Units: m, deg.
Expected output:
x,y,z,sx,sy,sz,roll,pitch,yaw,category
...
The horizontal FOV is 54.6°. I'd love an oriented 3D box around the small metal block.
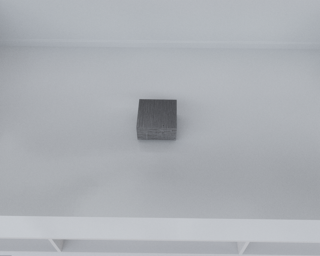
x,y,z,sx,sy,sz,roll,pitch,yaw,category
-0.003,-0.011,0.410,0.050,0.025,0.050,1,50,1,small metal block
